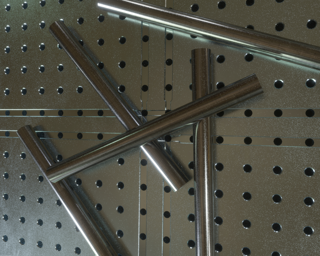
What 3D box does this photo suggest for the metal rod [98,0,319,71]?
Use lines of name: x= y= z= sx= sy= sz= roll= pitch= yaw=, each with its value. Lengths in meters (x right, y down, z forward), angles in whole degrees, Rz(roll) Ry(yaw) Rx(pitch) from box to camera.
metal rod: x=0.053 y=-0.128 z=0.393 sx=0.301 sy=0.025 sz=0.025 roll=21 pitch=97 yaw=18

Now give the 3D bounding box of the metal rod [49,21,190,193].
metal rod: x=-0.063 y=-0.038 z=0.433 sx=0.025 sy=0.025 sz=0.300 roll=-42 pitch=77 yaw=15

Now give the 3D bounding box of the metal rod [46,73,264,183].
metal rod: x=-0.020 y=0.008 z=0.390 sx=0.300 sy=0.025 sz=0.025 roll=-24 pitch=82 yaw=18

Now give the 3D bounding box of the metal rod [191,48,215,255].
metal rod: x=0.055 y=0.051 z=0.392 sx=0.025 sy=0.025 sz=0.298 roll=-1 pitch=90 yaw=19

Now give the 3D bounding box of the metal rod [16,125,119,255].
metal rod: x=-0.123 y=0.118 z=0.454 sx=0.025 sy=0.025 sz=0.300 roll=-41 pitch=78 yaw=15
